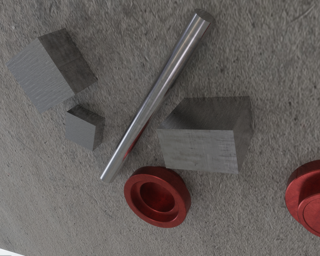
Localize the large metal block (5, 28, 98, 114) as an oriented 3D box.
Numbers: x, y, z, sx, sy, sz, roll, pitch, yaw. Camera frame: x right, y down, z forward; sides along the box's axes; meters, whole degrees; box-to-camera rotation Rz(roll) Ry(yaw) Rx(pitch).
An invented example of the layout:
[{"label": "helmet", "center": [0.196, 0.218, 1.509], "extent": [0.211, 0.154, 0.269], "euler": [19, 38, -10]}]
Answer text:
[{"label": "large metal block", "center": [-0.147, -0.076, 0.421], "extent": [0.080, 0.050, 0.080], "euler": [-20, 108, 35]}]

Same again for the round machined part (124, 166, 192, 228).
[{"label": "round machined part", "center": [0.000, 0.096, 0.455], "extent": [0.098, 0.042, 0.097], "euler": [13, 124, 21]}]

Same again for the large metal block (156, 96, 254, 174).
[{"label": "large metal block", "center": [0.054, 0.004, 0.346], "extent": [0.080, 0.080, 0.050], "euler": [1, 119, 28]}]

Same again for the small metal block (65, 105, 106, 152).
[{"label": "small metal block", "center": [-0.113, 0.000, 0.467], "extent": [0.050, 0.025, 0.050], "euler": [25, 127, 12]}]

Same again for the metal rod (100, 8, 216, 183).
[{"label": "metal rod", "center": [-0.019, -0.017, 0.406], "extent": [0.025, 0.025, 0.298], "euler": [37, 129, 3]}]

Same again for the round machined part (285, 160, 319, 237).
[{"label": "round machined part", "center": [0.193, 0.087, 0.348], "extent": [0.098, 0.042, 0.097], "euler": [13, 124, 21]}]
